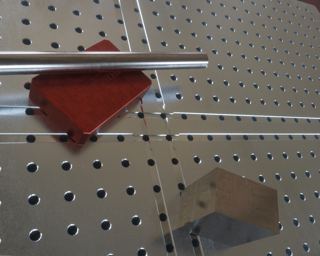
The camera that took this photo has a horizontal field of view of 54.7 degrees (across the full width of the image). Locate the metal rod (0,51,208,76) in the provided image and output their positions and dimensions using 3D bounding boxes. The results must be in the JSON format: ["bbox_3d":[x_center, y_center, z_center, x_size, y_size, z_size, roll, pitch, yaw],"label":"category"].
[{"bbox_3d":[-0.062,-0.083,0.387,0.303,0.025,0.025,-9,66,-32],"label":"metal rod"}]

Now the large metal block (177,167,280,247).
[{"bbox_3d":[0.076,0.095,0.358,0.080,0.080,0.050,22,54,-15],"label":"large metal block"}]

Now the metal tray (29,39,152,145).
[{"bbox_3d":[-0.083,-0.050,0.392,0.090,0.030,0.131,44,51,2],"label":"metal tray"}]
